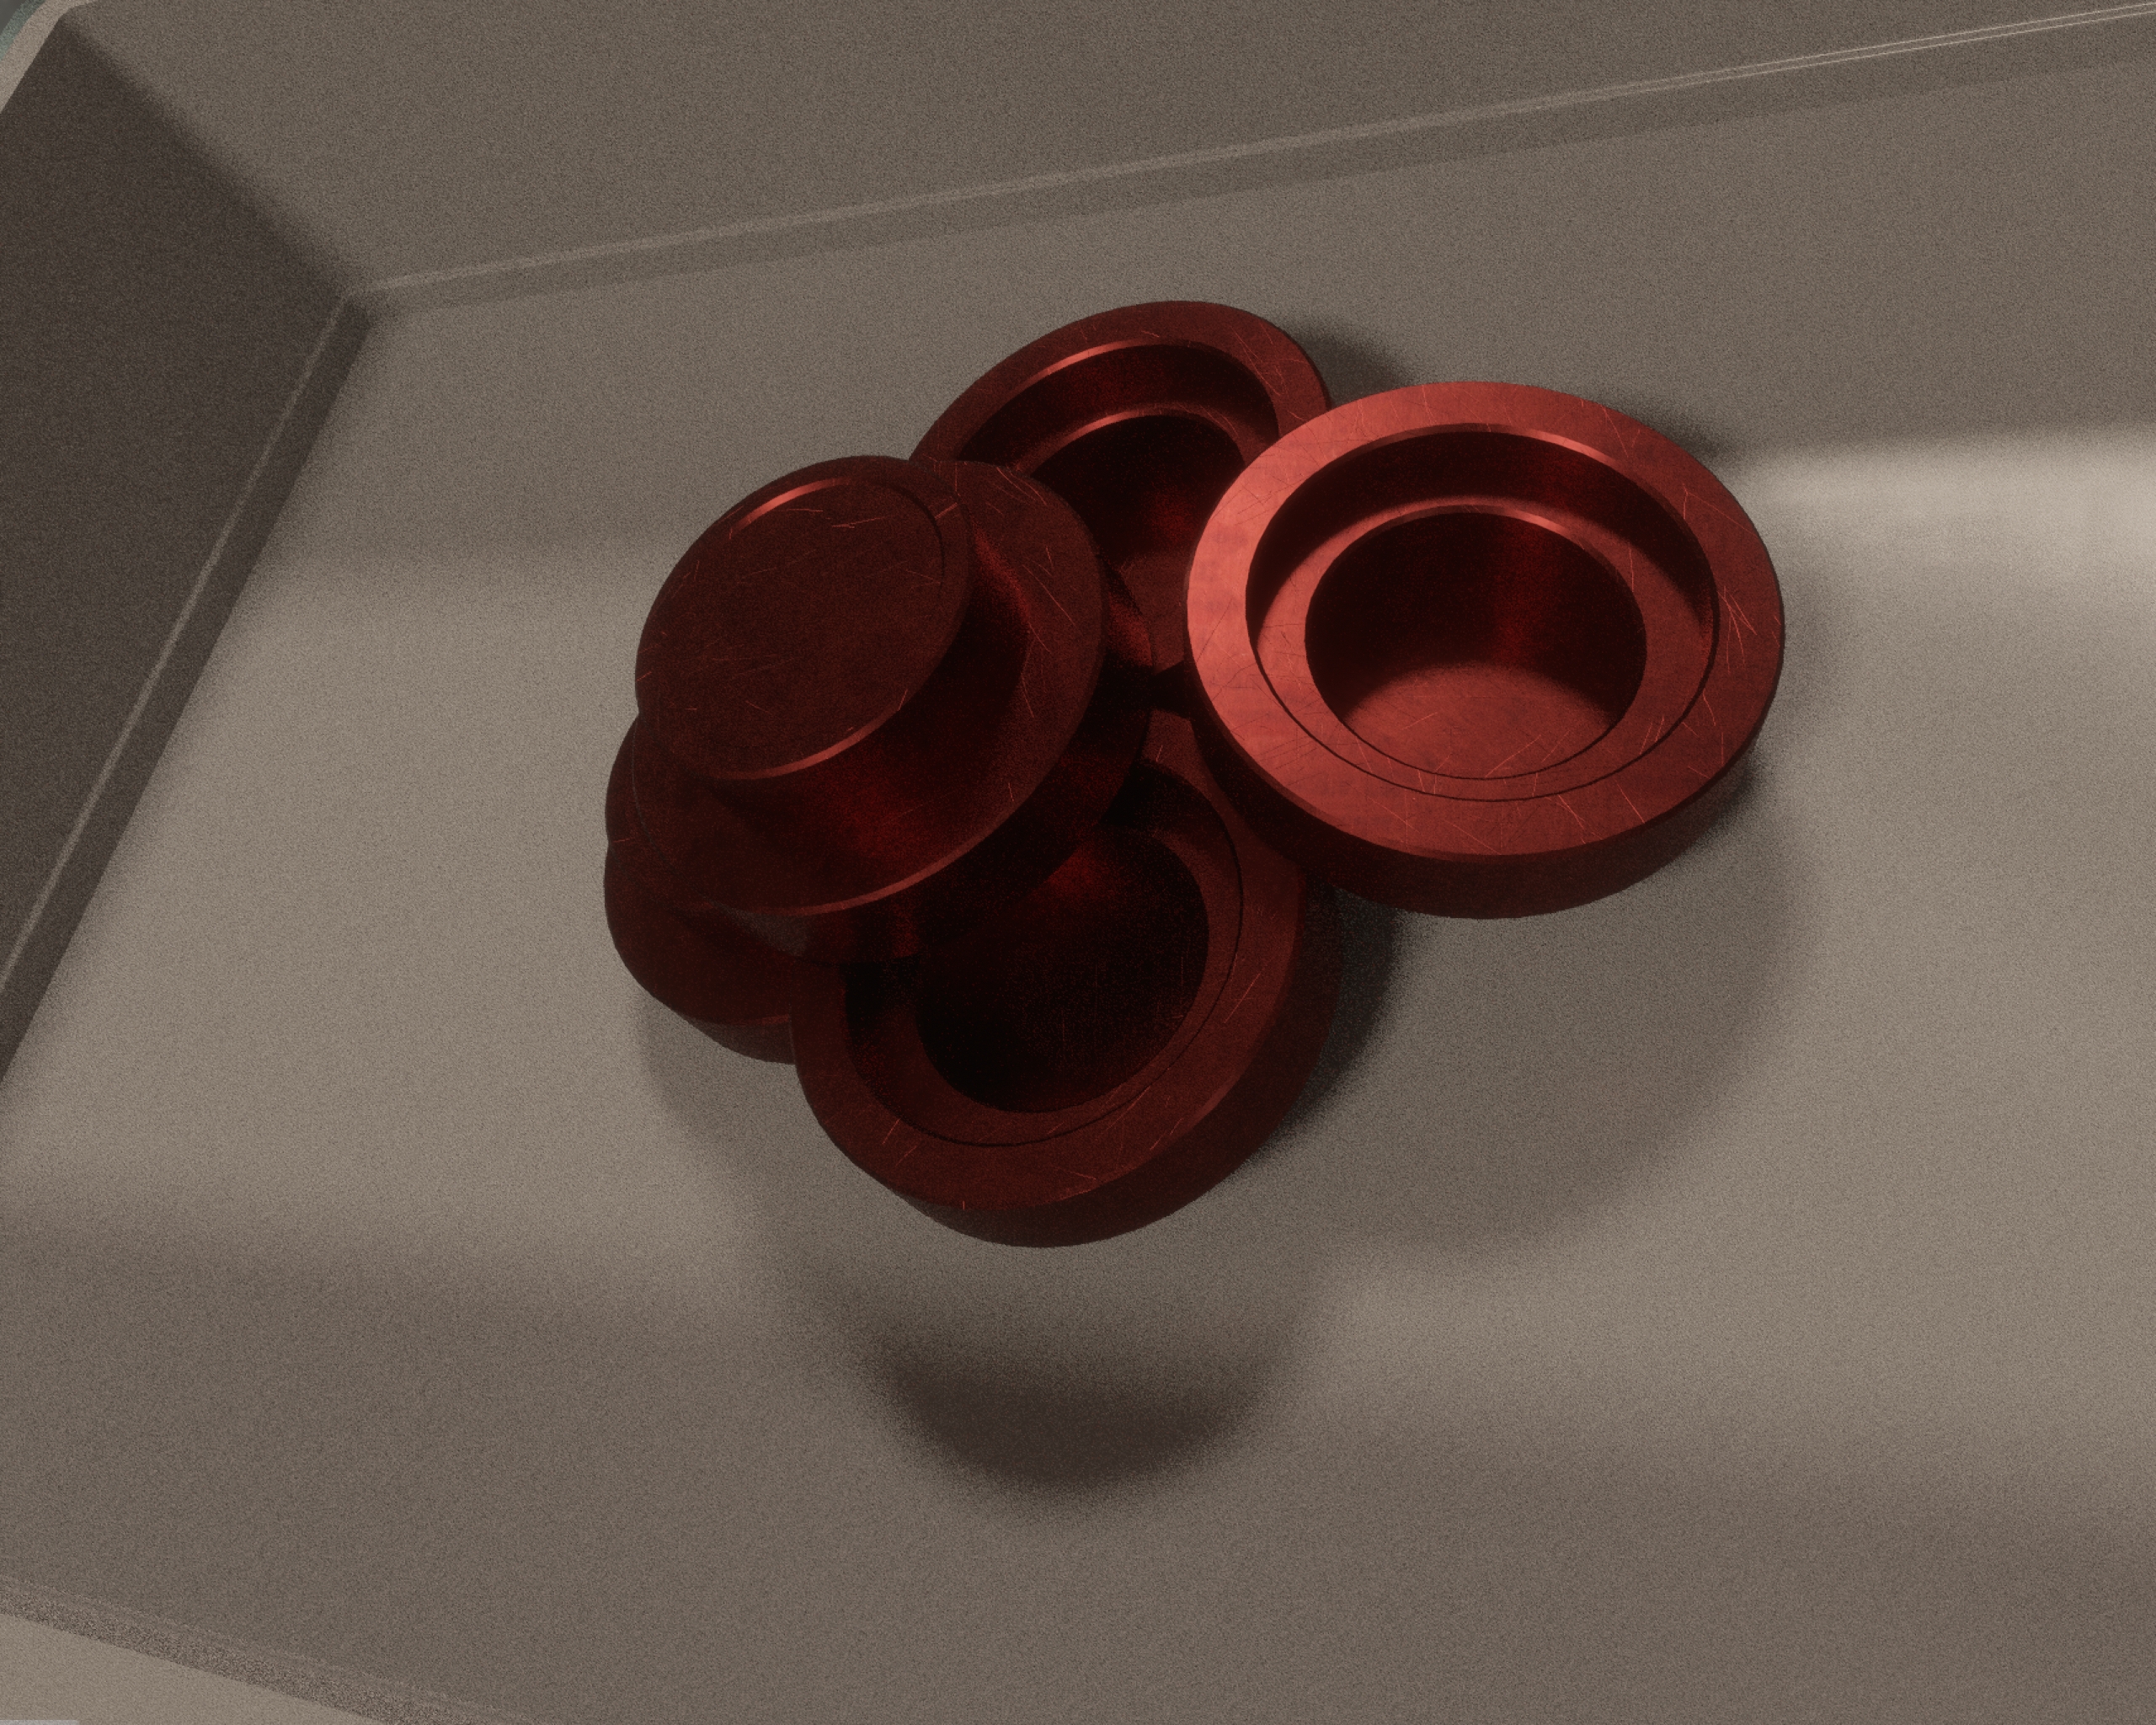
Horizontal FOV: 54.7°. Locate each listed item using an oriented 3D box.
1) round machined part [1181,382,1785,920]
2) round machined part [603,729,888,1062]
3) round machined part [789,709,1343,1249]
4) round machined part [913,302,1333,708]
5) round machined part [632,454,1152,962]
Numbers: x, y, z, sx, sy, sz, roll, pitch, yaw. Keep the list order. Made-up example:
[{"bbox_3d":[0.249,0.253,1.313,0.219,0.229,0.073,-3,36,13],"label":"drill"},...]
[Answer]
[{"bbox_3d":[0.068,-0.033,0.363,0.099,0.042,0.098,-2,61,3],"label":"round machined part"},{"bbox_3d":[-0.056,-0.012,0.426,0.098,0.042,0.098,-13,56,20],"label":"round machined part"},{"bbox_3d":[0.001,0.023,0.376,0.098,0.042,0.098,-13,56,20],"label":"round machined part"},{"bbox_3d":[0.012,-0.063,0.424,0.098,0.042,0.098,-13,56,20],"label":"round machined part"},{"bbox_3d":[-0.040,-0.034,0.377,0.098,0.042,0.098,-13,56,20],"label":"round machined part"}]
